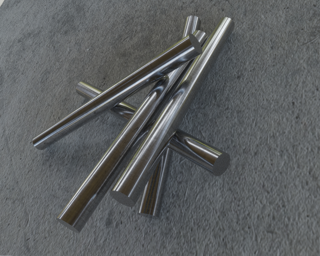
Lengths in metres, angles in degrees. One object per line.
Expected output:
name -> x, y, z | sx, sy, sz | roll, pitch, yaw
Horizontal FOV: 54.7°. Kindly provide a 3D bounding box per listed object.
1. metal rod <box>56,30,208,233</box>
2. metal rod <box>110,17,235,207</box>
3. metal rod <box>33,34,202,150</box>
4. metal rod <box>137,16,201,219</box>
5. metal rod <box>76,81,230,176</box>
metal rod -> -0.013, -0.019, 0.358 | 0.025, 0.025, 0.301 | 10, 52, 32
metal rod -> 0.031, -0.043, 0.361 | 0.025, 0.025, 0.301 | 7, 49, 31
metal rod -> -0.076, -0.034, 0.414 | 0.299, 0.025, 0.025 | -27, 51, 31
metal rod -> 0.019, -0.032, 0.413 | 0.025, 0.025, 0.300 | -1, 61, 28
metal rod -> -0.034, -0.015, 0.405 | 0.300, 0.025, 0.025 | 28, 77, 45
